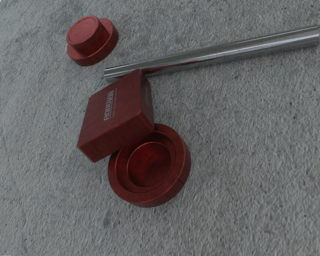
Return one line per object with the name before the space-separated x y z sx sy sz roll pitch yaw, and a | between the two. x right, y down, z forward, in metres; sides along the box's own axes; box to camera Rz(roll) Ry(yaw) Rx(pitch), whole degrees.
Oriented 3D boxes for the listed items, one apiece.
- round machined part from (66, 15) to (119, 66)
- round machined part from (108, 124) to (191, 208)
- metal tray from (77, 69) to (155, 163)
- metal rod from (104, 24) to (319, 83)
round machined part | -0.128 -0.163 0.557 0.098 0.042 0.098 -13 56 20
round machined part | -0.009 0.047 0.368 0.098 0.042 0.098 -13 56 20
metal tray | -0.056 -0.022 0.410 0.090 0.030 0.130 -28 31 13
metal rod | 0.054 -0.098 0.434 0.301 0.025 0.025 -6 59 24
